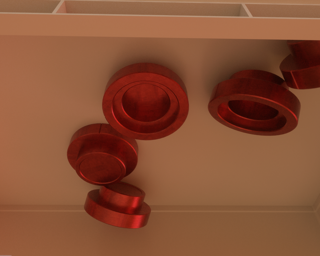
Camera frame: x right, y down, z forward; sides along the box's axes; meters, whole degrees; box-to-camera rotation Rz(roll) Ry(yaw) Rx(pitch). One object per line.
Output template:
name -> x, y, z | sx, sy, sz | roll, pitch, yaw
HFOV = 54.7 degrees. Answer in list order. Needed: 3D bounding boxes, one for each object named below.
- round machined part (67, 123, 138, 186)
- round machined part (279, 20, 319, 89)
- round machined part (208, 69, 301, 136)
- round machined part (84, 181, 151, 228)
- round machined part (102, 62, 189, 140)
round machined part -> -0.081, 0.044, 0.434 | 0.099, 0.042, 0.097 | -1, 130, 0
round machined part -> 0.164, -0.080, 0.300 | 0.098, 0.098, 0.042 | -24, 106, 19
round machined part -> 0.108, -0.031, 0.354 | 0.098, 0.042, 0.098 | 17, 161, 6
round machined part -> -0.060, 0.110, 0.467 | 0.099, 0.098, 0.042 | 16, 92, -14
round machined part -> -0.016, -0.035, 0.368 | 0.099, 0.042, 0.097 | -1, 130, 0
